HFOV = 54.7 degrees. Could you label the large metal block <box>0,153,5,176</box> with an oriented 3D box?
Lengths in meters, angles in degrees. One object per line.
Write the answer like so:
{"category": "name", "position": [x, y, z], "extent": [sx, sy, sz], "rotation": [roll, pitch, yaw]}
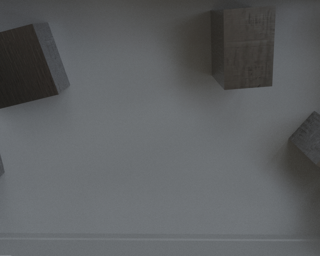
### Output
{"category": "large metal block", "position": [-0.250, 0.041, 0.394], "extent": [0.050, 0.080, 0.079], "rotation": [-3, 110, 1]}

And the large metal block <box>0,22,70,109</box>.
{"category": "large metal block", "position": [-0.165, -0.074, 0.368], "extent": [0.080, 0.050, 0.080], "rotation": [-13, 110, 4]}

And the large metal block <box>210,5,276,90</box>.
{"category": "large metal block", "position": [0.089, -0.093, 0.349], "extent": [0.050, 0.080, 0.079], "rotation": [-4, 110, 1]}

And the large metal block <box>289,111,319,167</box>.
{"category": "large metal block", "position": [0.227, 0.031, 0.397], "extent": [0.080, 0.080, 0.050], "rotation": [34, 107, -12]}
